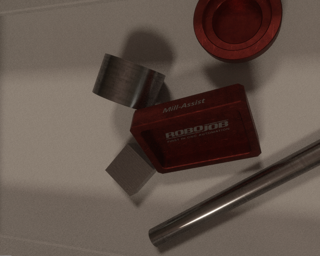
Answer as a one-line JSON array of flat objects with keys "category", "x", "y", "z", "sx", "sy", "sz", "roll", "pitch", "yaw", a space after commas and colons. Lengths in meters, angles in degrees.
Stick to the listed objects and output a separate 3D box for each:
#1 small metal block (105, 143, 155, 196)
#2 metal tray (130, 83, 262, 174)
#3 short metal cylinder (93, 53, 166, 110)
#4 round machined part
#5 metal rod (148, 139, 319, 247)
[{"category": "small metal block", "x": -0.037, "y": 0.056, "z": 0.423, "sx": 0.050, "sy": 0.025, "sz": 0.050, "roll": 44, "pitch": 103, "yaw": 14}, {"category": "metal tray", "x": 0.043, "y": 0.006, "z": 0.362, "sx": 0.130, "sy": 0.090, "sz": 0.030, "roll": -13, "pitch": 42, "yaw": 19}, {"category": "short metal cylinder", "x": -0.039, "y": -0.057, "z": 0.394, "sx": 0.080, "sy": 0.080, "sz": 0.050, "roll": 22, "pitch": 98, "yaw": 18}, {"category": "round machined part", "x": 0.093, "y": -0.126, "z": 0.369, "sx": 0.098, "sy": 0.042, "sz": 0.097, "roll": 0, "pitch": 90, "yaw": 19}, {"category": "metal rod", "x": 0.114, "y": 0.069, "z": 0.370, "sx": 0.300, "sy": 0.025, "sz": 0.025, "roll": -33, "pitch": 80, "yaw": 16}]
